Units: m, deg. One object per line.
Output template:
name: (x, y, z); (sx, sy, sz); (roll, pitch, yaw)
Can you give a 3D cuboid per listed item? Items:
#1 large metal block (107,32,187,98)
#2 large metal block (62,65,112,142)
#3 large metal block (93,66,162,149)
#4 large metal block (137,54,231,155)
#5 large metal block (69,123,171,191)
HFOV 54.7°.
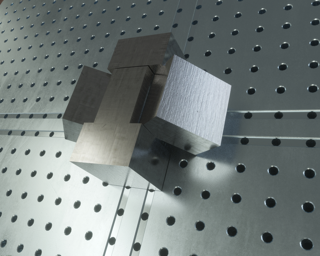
large metal block: (-0.010, -0.079, 0.424); (0.080, 0.080, 0.050); (1, 63, 28)
large metal block: (-0.094, -0.025, 0.428); (0.050, 0.080, 0.080); (18, 66, -7)
large metal block: (-0.030, -0.021, 0.399); (0.050, 0.080, 0.080); (1, 62, 28)
large metal block: (0.030, -0.024, 0.360); (0.050, 0.080, 0.080); (-32, 38, 58)
large metal block: (-0.045, 0.035, 0.372); (0.080, 0.080, 0.050); (1, 63, 28)
